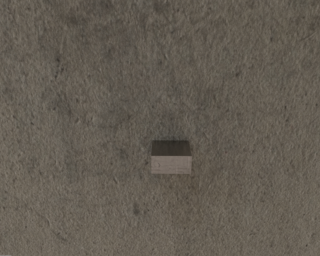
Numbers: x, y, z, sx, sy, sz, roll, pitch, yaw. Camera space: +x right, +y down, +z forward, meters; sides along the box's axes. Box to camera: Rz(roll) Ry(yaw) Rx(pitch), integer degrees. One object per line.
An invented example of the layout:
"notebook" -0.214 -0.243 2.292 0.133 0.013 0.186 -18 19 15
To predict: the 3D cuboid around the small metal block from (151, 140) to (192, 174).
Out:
"small metal block" 0.014 0.038 0.410 0.050 0.050 0.025 0 110 0
